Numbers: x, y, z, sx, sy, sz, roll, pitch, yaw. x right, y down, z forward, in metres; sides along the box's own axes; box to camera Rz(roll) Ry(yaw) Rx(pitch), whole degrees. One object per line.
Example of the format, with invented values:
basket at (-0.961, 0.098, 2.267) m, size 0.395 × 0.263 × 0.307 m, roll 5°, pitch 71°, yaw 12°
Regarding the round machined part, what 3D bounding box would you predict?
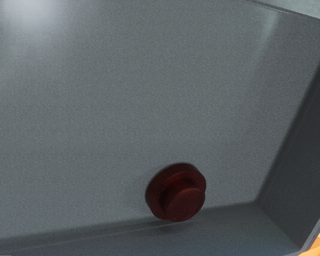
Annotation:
round machined part at (0.031, 0.107, 0.483) m, size 0.099 × 0.042 × 0.097 m, roll -14°, pitch 125°, yaw -21°
